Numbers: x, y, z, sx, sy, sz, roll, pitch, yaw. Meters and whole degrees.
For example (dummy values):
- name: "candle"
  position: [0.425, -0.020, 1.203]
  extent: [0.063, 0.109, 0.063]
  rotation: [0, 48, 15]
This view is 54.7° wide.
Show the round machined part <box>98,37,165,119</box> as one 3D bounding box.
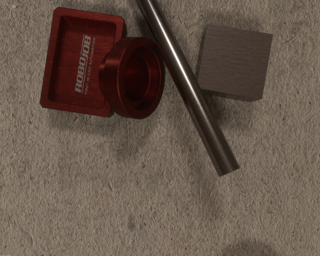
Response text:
- name: "round machined part"
  position: [-0.037, -0.061, 0.381]
  extent: [0.042, 0.098, 0.097]
  rotation: [9, 90, 31]

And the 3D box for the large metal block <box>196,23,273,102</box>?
- name: "large metal block"
  position: [0.090, -0.081, 0.399]
  extent: [0.080, 0.050, 0.080]
  rotation: [10, 90, -1]

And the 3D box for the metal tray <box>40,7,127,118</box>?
- name: "metal tray"
  position: [-0.098, -0.084, 0.406]
  extent: [0.091, 0.030, 0.129]
  rotation: [9, 90, -1]

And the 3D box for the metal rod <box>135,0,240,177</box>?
- name: "metal rod"
  position: [0.018, -0.084, 0.374]
  extent: [0.025, 0.025, 0.299]
  rotation: [-24, 76, 0]
